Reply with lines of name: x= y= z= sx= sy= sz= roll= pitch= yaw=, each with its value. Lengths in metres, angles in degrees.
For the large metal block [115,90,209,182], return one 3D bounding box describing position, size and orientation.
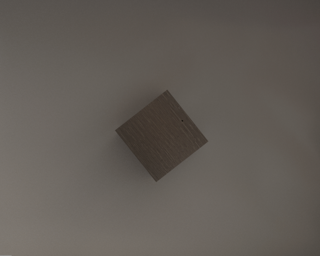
large metal block: x=0.002 y=0.009 z=0.399 sx=0.080 sy=0.050 sz=0.080 roll=-38 pitch=90 yaw=0
